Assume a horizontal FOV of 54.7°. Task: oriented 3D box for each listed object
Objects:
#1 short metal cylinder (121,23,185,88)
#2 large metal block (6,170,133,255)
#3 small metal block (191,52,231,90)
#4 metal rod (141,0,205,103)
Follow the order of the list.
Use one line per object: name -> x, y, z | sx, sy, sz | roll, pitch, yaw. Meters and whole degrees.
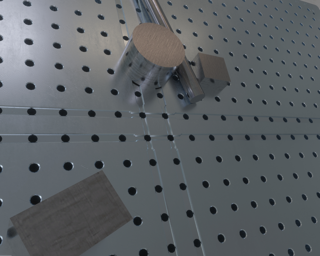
short metal cylinder -> -0.011, -0.105, 0.451 | 0.081, 0.050, 0.080 | 14, 56, -21
large metal block -> -0.082, 0.090, 0.274 | 0.081, 0.080, 0.050 | -26, 76, -37
small metal block -> 0.083, -0.093, 0.510 | 0.050, 0.025, 0.050 | 5, 60, -26
metal rod -> 0.001, -0.174, 0.514 | 0.025, 0.025, 0.299 | -10, 67, -33
